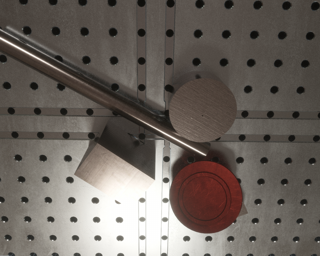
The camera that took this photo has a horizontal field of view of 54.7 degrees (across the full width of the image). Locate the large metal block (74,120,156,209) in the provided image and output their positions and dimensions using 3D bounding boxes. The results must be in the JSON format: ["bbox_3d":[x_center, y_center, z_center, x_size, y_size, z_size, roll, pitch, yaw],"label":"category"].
[{"bbox_3d":[-0.053,0.044,0.400,0.080,0.080,0.050,35,106,-12],"label":"large metal block"}]

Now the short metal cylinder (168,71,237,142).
[{"bbox_3d":[0.051,-0.028,0.390,0.081,0.050,0.079,0,110,-1],"label":"short metal cylinder"}]

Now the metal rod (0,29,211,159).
[{"bbox_3d":[-0.068,-0.039,0.398,0.301,0.025,0.025,28,107,-11],"label":"metal rod"}]

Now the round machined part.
[{"bbox_3d":[0.061,0.093,0.417,0.098,0.042,0.097,-1,83,11],"label":"round machined part"}]

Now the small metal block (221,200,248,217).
[{"bbox_3d":[0.094,0.107,0.455,0.050,0.025,0.050,-23,109,8],"label":"small metal block"}]
